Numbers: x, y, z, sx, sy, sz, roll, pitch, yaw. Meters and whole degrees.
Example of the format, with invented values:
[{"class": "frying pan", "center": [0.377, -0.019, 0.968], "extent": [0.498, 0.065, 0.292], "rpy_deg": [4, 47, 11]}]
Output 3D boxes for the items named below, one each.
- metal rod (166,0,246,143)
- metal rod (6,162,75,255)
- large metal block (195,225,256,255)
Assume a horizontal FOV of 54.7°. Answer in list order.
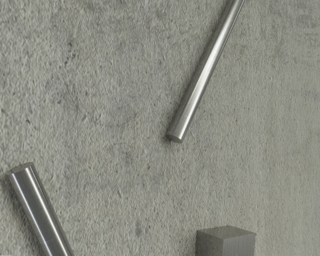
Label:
[{"class": "metal rod", "center": [0.080, -0.112, 0.474], "extent": [0.025, 0.025, 0.300], "rpy_deg": [40, 66, -33]}, {"class": "metal rod", "center": [-0.089, 0.175, 0.331], "extent": [0.025, 0.025, 0.298], "rpy_deg": [-29, 108, -37]}, {"class": "large metal block", "center": [0.100, 0.200, 0.475], "extent": [0.081, 0.050, 0.080], "rpy_deg": [8, 85, -40]}]
